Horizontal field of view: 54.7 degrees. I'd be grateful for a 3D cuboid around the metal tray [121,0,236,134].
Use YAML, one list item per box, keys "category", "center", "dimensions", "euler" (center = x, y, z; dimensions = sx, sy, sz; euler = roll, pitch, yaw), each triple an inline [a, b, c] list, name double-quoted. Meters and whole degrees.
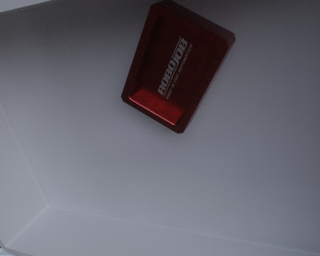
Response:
- category: "metal tray"
  center: [0.015, -0.066, 0.355]
  dimensions: [0.090, 0.030, 0.129]
  euler: [31, 128, 7]
